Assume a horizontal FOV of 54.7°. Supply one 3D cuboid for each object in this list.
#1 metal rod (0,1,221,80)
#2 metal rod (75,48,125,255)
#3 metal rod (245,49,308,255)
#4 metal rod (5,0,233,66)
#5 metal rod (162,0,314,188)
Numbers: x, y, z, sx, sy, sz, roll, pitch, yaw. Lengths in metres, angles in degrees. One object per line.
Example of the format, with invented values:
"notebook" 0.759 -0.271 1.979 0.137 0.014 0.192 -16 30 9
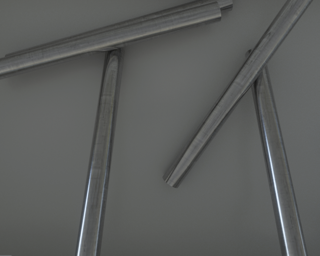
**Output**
"metal rod" -0.072 -0.107 0.388 0.302 0.025 0.025 -15 90 -1
"metal rod" -0.068 0.035 0.354 0.025 0.025 0.299 4 67 0
"metal rod" 0.134 0.038 0.357 0.025 0.025 0.299 -3 67 0
"metal rod" -0.053 -0.127 0.410 0.302 0.025 0.025 -16 90 -1
"metal rod" 0.097 -0.050 0.386 0.025 0.025 0.299 34 100 -1
